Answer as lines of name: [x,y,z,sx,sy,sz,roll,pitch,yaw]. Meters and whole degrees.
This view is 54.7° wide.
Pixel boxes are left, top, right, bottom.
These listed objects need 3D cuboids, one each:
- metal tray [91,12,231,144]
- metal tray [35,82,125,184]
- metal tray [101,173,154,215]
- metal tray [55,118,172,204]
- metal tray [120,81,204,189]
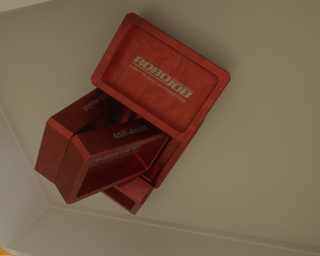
metal tray: [0.000,-0.055,0.346,0.130,0.030,0.090,34,103,5]
metal tray: [-0.090,-0.001,0.382,0.030,0.131,0.089,35,129,6]
metal tray: [-0.078,0.075,0.466,0.130,0.030,0.090,34,153,5]
metal tray: [-0.050,0.034,0.369,0.030,0.131,0.089,50,132,23]
metal tray: [-0.011,0.014,0.416,0.090,0.030,0.129,34,129,5]
